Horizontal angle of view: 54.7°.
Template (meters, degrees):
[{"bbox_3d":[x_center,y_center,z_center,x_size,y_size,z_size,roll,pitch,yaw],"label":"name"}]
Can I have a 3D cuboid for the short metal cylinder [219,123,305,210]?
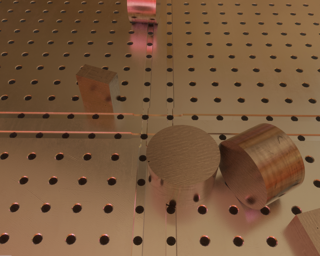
[{"bbox_3d":[0.107,0.041,0.338,0.050,0.080,0.080,-23,54,-18],"label":"short metal cylinder"}]

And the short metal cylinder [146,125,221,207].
[{"bbox_3d":[0.025,0.043,0.355,0.081,0.050,0.080,0,50,0],"label":"short metal cylinder"}]

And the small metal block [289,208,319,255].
[{"bbox_3d":[0.171,0.110,0.316,0.050,0.025,0.050,-12,51,-10],"label":"small metal block"}]

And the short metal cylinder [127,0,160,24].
[{"bbox_3d":[-0.027,-0.235,0.569,0.050,0.080,0.080,5,50,5],"label":"short metal cylinder"}]

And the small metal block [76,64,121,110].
[{"bbox_3d":[-0.086,-0.058,0.439,0.050,0.050,0.025,17,52,14],"label":"small metal block"}]
